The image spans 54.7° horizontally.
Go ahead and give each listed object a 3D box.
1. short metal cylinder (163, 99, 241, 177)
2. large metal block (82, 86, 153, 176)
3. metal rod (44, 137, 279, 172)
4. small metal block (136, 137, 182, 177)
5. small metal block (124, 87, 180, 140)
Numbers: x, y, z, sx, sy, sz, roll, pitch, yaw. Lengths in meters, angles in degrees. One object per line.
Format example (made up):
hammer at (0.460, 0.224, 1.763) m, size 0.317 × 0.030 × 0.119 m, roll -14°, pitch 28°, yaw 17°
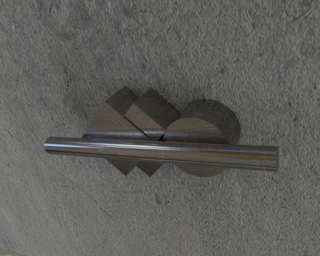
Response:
short metal cylinder at (0.051, 0.012, 0.371) m, size 0.080 × 0.050 × 0.079 m, roll 13°, pitch 124°, yaw 21°
large metal block at (-0.046, 0.005, 0.418) m, size 0.080 × 0.050 × 0.080 m, roll 41°, pitch 129°, yaw 0°
metal rod at (-0.020, 0.027, 0.368) m, size 0.300 × 0.025 × 0.025 m, roll 1°, pitch 119°, yaw 27°
small metal block at (0.000, 0.030, 0.412) m, size 0.025 × 0.050 × 0.050 m, roll 41°, pitch 129°, yaw 0°
small metal block at (-0.008, -0.018, 0.386) m, size 0.050 × 0.050 × 0.025 m, roll 40°, pitch 129°, yaw 0°
